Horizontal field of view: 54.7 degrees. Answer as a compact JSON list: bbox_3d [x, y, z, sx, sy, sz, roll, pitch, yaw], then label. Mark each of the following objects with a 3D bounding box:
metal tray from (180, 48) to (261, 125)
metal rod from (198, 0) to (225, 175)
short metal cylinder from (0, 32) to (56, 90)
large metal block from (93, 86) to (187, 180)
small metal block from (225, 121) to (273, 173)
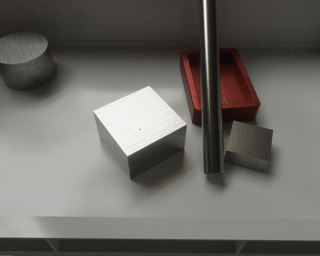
[{"bbox_3d":[0.083,-0.065,0.457,0.091,0.030,0.130,-4,50,-4],"label":"metal tray"},{"bbox_3d":[0.065,-0.090,0.403,0.025,0.025,0.299,0,75,0],"label":"metal rod"},{"bbox_3d":[-0.206,-0.103,0.473,0.081,0.050,0.080,0,50,0],"label":"short metal cylinder"},{"bbox_3d":[-0.025,0.004,0.386,0.081,0.050,0.080,-28,56,-22],"label":"large metal block"},{"bbox_3d":[0.111,0.022,0.388,0.050,0.025,0.050,14,51,11],"label":"small metal block"}]
